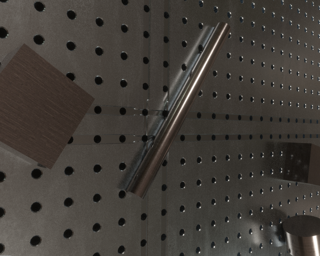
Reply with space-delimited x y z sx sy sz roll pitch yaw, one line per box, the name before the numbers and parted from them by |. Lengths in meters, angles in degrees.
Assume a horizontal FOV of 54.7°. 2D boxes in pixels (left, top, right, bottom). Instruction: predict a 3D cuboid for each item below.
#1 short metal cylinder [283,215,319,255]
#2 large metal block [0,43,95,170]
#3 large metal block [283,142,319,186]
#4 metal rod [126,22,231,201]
short metal cylinder | 0.294 0.219 0.625 0.081 0.080 0.050 -22 104 -38
large metal block | -0.123 -0.018 0.290 0.080 0.050 0.080 41 65 -33
large metal block | 0.311 0.078 0.658 0.081 0.050 0.080 16 80 -39
metal rod | 0.035 -0.038 0.440 0.025 0.025 0.300 43 64 -32
